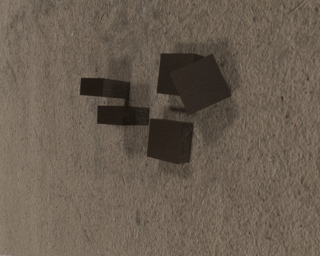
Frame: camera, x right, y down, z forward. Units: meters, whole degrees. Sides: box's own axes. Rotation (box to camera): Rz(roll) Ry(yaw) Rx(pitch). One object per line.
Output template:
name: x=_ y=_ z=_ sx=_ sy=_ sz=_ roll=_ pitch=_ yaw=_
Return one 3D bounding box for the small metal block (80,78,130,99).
small metal block: x=-0.080 y=-0.058 z=0.452 sx=0.050 sy=0.050 sz=0.025 roll=8 pitch=95 yaw=39

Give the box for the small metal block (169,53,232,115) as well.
small metal block: x=0.045 y=-0.048 z=0.345 sx=0.050 sy=0.025 sz=0.050 roll=-24 pitch=92 yaw=7

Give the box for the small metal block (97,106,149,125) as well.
small metal block: x=-0.051 y=-0.017 z=0.428 sx=0.050 sy=0.050 sz=0.025 roll=4 pitch=93 yaw=39

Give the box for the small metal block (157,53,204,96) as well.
small metal block: x=0.026 y=-0.065 z=0.382 sx=0.050 sy=0.025 sz=0.050 roll=11 pitch=97 yaw=39

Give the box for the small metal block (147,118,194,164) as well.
small metal block: x=0.012 y=0.015 z=0.393 sx=0.050 sy=0.025 sz=0.050 roll=9 pitch=96 yaw=39
